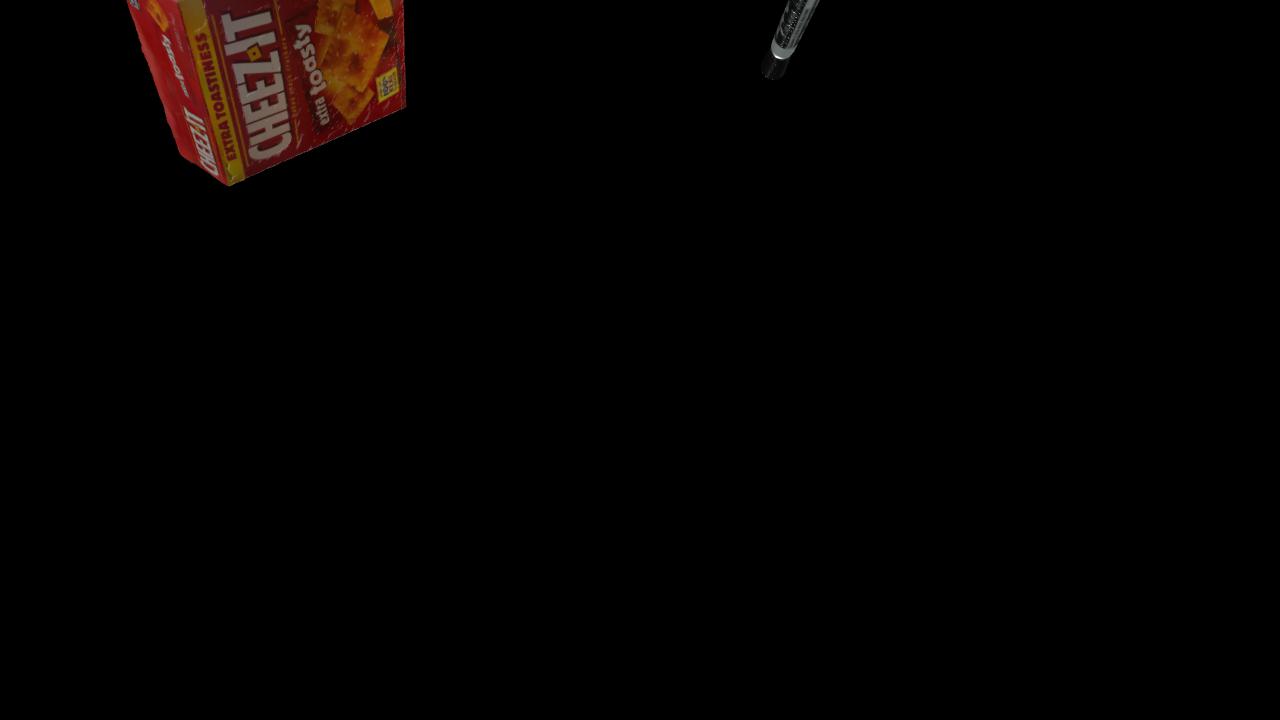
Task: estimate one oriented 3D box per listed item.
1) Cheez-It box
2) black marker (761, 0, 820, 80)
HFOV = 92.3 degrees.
[{"bbox_3d":[-0.315,-0.281,0.557,0.071,0.166,0.223,33,49,8],"label":"Cheez-It box"},{"bbox_3d":[0.101,-0.222,0.401,0.020,0.020,0.121,0,-6,-2],"label":"black marker"}]
